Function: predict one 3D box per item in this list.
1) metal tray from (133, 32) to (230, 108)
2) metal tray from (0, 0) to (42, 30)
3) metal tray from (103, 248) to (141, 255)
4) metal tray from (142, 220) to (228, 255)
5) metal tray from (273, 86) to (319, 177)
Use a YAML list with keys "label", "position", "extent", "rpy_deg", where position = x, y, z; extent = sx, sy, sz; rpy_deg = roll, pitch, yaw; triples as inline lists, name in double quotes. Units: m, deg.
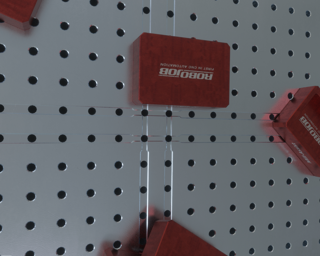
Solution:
- label: "metal tray"
  position: [0.031, -0.074, 0.421]
  extent: [0.131, 0.030, 0.090]
  rpy_deg: [1, 90, -20]
- label: "metal tray"
  position: [-0.170, -0.190, 0.347]
  extent: [0.090, 0.030, 0.130]
  rpy_deg: [22, 83, -19]
- label: "metal tray"
  position: [-0.021, 0.217, 0.402]
  extent: [0.131, 0.030, 0.090]
  rpy_deg: [20, 83, -19]
- label: "metal tray"
  position: [0.035, 0.188, 0.401]
  extent: [0.130, 0.030, 0.090]
  rpy_deg: [38, 57, -21]
- label: "metal tray"
  position: [0.254, 0.008, 0.502]
  extent: [0.130, 0.030, 0.090]
  rpy_deg: [46, 76, -14]
